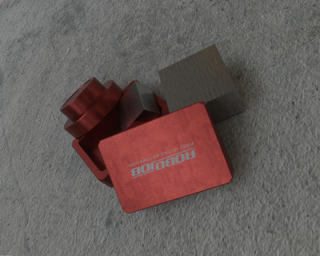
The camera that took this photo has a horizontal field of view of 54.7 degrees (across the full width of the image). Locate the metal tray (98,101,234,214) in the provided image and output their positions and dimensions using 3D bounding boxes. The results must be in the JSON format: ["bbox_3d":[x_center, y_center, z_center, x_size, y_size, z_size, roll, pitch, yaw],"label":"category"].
[{"bbox_3d":[0.006,0.034,0.349,0.130,0.030,0.090,-21,90,16],"label":"metal tray"}]

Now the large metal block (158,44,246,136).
[{"bbox_3d":[0.051,-0.047,0.392,0.080,0.050,0.080,-24,53,13],"label":"large metal block"}]

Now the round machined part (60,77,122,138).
[{"bbox_3d":[-0.104,-0.035,0.444,0.098,0.042,0.098,-37,22,18],"label":"round machined part"}]

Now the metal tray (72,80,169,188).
[{"bbox_3d":[-0.049,0.005,0.424,0.130,0.030,0.090,-46,51,-4],"label":"metal tray"}]

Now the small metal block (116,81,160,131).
[{"bbox_3d":[-0.031,-0.024,0.407,0.050,0.025,0.050,-46,47,33],"label":"small metal block"}]
